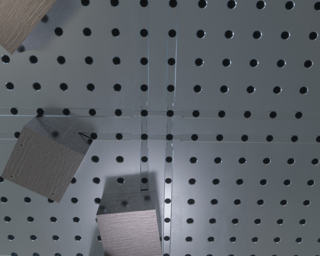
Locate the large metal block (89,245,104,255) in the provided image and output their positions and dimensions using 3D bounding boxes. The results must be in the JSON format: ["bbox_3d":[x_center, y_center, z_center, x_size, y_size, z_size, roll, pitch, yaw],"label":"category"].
[{"bbox_3d":[-0.069,0.231,0.468,0.080,0.080,0.050,40,105,-14],"label":"large metal block"}]

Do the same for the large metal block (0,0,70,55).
[{"bbox_3d":[-0.164,-0.142,0.347,0.080,0.050,0.080,43,105,-14],"label":"large metal block"}]

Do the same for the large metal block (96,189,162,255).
[{"bbox_3d":[-0.041,0.141,0.452,0.080,0.050,0.080,-6,110,2],"label":"large metal block"}]

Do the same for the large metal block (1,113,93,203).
[{"bbox_3d":[-0.148,0.040,0.414,0.080,0.050,0.080,28,108,-10],"label":"large metal block"}]
